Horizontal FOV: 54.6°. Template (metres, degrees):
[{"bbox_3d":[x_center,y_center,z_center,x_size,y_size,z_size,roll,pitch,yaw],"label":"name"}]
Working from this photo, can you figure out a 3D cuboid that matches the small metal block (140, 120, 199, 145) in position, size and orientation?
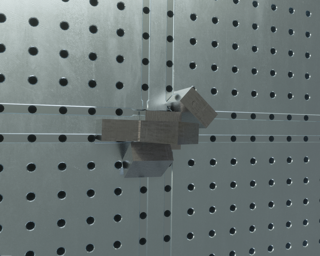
[{"bbox_3d":[0.012,0.005,0.366,0.050,0.050,0.025,3,89,-57],"label":"small metal block"}]

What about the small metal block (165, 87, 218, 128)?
[{"bbox_3d":[0.041,-0.026,0.414,0.050,0.050,0.025,45,76,-15],"label":"small metal block"}]

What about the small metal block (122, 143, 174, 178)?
[{"bbox_3d":[-0.017,0.041,0.390,0.050,0.050,0.025,1,58,-20],"label":"small metal block"}]

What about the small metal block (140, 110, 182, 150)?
[{"bbox_3d":[0.000,0.003,0.412,0.050,0.025,0.050,2,89,-21],"label":"small metal block"}]

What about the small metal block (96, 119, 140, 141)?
[{"bbox_3d":[-0.050,0.003,0.380,0.050,0.050,0.025,2,90,-19],"label":"small metal block"}]
